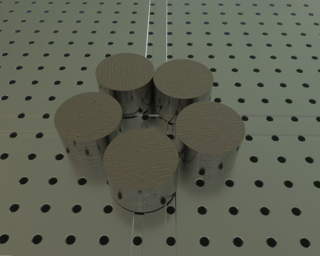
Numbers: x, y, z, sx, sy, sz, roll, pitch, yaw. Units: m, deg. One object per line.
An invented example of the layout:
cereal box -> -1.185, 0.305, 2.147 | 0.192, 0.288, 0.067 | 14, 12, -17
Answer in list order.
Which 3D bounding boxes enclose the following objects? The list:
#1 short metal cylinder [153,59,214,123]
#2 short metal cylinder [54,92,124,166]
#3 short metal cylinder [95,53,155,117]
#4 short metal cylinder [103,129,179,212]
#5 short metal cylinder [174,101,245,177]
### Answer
short metal cylinder -> 0.031, -0.051, 0.433 | 0.081, 0.050, 0.080 | 0, 50, 0
short metal cylinder -> -0.086, 0.000, 0.390 | 0.081, 0.050, 0.080 | 0, 50, 0
short metal cylinder -> -0.048, -0.063, 0.443 | 0.081, 0.050, 0.080 | 0, 50, 0
short metal cylinder -> -0.020, 0.047, 0.350 | 0.080, 0.050, 0.080 | 0, 50, 1
short metal cylinder -> 0.058, 0.013, 0.379 | 0.081, 0.050, 0.080 | 0, 51, 0
